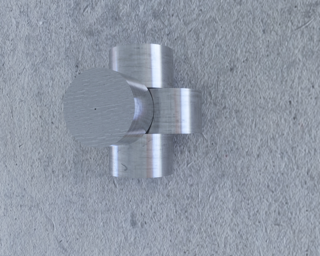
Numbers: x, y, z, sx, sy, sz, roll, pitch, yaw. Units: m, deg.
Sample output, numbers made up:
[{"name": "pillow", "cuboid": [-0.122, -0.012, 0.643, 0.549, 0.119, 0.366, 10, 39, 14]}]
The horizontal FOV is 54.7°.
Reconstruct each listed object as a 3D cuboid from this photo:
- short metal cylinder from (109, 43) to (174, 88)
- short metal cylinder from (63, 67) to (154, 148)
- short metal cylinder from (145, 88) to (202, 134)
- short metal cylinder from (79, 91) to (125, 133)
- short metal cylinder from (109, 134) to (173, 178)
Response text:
[{"name": "short metal cylinder", "cuboid": [-0.023, -0.070, 0.388, 0.080, 0.080, 0.050, -2, 90, 19]}, {"name": "short metal cylinder", "cuboid": [-0.053, -0.020, 0.329, 0.080, 0.050, 0.079, 0, 90, 19]}, {"name": "short metal cylinder", "cuboid": [0.011, -0.019, 0.376, 0.080, 0.080, 0.050, 0, 90, 19]}, {"name": "short metal cylinder", "cuboid": [-0.066, -0.018, 0.403, 0.080, 0.080, 0.050, -1, 90, 19]}, {"name": "short metal cylinder", "cuboid": [-0.023, 0.031, 0.388, 0.080, 0.080, 0.050, 0, 90, 19]}]
